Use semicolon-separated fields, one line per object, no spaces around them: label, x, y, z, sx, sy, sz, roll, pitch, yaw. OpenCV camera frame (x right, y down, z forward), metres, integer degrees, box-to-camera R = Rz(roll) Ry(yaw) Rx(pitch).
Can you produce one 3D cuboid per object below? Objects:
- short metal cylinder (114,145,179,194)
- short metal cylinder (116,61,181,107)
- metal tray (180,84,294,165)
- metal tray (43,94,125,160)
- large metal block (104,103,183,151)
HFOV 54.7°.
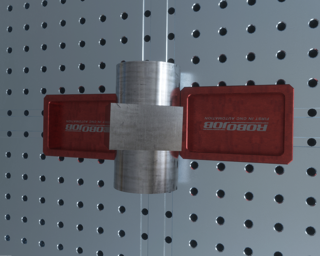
short metal cylinder;-0.017;0.049;0.389;0.080;0.080;0.050;2;91;20
short metal cylinder;-0.015;-0.051;0.388;0.080;0.080;0.050;2;91;20
metal tray;0.091;-0.005;0.377;0.130;0.030;0.089;1;90;19
metal tray;-0.105;-0.003;0.446;0.130;0.030;0.089;1;90;19
large metal block;-0.024;-0.001;0.376;0.081;0.080;0.050;2;91;-14
